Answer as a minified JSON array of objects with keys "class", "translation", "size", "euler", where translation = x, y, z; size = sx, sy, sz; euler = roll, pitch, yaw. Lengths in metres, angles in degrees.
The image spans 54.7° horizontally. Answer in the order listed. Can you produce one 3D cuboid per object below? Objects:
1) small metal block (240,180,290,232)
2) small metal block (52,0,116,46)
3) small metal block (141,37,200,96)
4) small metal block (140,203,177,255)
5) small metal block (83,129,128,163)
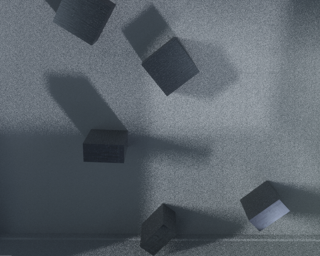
[{"class":"small metal block","translation":[0.147,0.110,0.441],"size":[0.050,0.050,0.025],"euler":[-41,106,13]},{"class":"small metal block","translation":[-0.087,-0.133,0.357],"size":[0.050,0.025,0.050],"euler":[30,117,-11]},{"class":"small metal block","translation":[0.013,-0.076,0.384],"size":[0.050,0.025,0.050],"euler":[-36,107,12]},{"class":"small metal block","translation":[-0.002,0.147,0.452],"size":[0.025,0.050,0.050],"euler":[39,105,-13]},{"class":"small metal block","translation":[-0.070,0.023,0.405],"size":[0.050,0.050,0.025],"euler":[2,110,-1]}]
